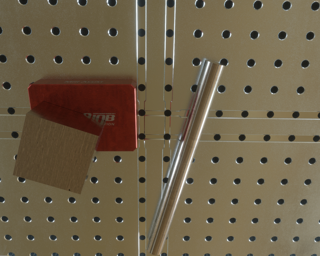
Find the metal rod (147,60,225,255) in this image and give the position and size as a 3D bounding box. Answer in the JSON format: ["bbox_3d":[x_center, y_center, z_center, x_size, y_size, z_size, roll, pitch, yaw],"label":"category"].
[{"bbox_3d":[0.030,0.054,0.433,0.025,0.025,0.298,14,109,-6],"label":"metal rod"}]

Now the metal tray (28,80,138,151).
[{"bbox_3d":[-0.096,-0.016,0.404,0.131,0.030,0.089,0,110,-1],"label":"metal tray"}]

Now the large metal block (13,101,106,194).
[{"bbox_3d":[-0.119,0.023,0.374,0.080,0.050,0.079,18,109,-7],"label":"large metal block"}]
